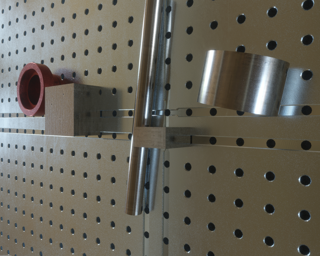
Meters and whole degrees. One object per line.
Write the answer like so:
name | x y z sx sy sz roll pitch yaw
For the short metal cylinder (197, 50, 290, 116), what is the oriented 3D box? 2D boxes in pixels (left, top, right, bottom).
short metal cylinder | 0.080 -0.044 0.306 0.080 0.081 0.050 16 101 38

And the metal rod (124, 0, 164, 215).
metal rod | -0.022 -0.029 0.425 0.025 0.025 0.298 10 96 39

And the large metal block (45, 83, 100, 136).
large metal block | -0.144 -0.028 0.509 0.080 0.050 0.079 0 90 39

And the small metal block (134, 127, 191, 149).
small metal block | 0.003 0.011 0.389 0.050 0.050 0.025 1 91 39

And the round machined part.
round machined part | -0.224 -0.070 0.579 0.098 0.042 0.097 0 90 39
